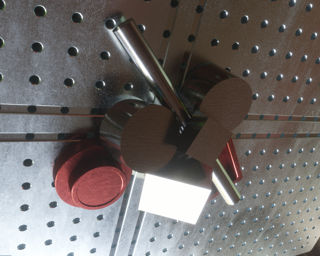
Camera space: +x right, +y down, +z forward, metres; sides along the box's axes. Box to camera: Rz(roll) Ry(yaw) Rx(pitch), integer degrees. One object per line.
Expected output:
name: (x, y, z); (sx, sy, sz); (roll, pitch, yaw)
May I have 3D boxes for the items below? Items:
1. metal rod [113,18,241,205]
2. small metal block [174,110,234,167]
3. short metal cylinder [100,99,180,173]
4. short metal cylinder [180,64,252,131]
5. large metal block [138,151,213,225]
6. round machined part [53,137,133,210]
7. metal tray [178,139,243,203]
metal rod: (0.036, 0.000, 0.394); (0.025, 0.025, 0.299); (-37, 120, -4)
small metal block: (0.053, 0.013, 0.376); (0.050, 0.025, 0.050); (30, 94, -38)
short metal cylinder: (-0.024, 0.008, 0.368); (0.081, 0.050, 0.079); (-10, 108, -34)
short metal cylinder: (0.073, -0.037, 0.408); (0.081, 0.050, 0.079); (-14, 124, -21)
large metal block: (0.020, 0.077, 0.415); (0.080, 0.050, 0.079); (14, 132, 1)
round machined part: (-0.080, 0.064, 0.390); (0.099, 0.042, 0.097); (-14, 124, -21)
metal tray: (0.072, 0.054, 0.476); (0.090, 0.030, 0.130); (-32, 129, -8)
